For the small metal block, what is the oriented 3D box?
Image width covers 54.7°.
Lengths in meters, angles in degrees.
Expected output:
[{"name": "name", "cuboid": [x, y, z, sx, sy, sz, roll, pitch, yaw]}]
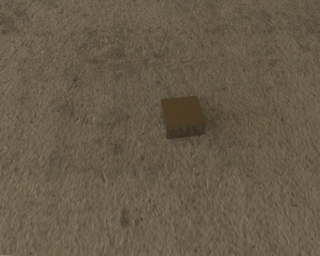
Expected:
[{"name": "small metal block", "cuboid": [0.030, -0.015, 0.416, 0.050, 0.025, 0.050, -6, 50, -6]}]
